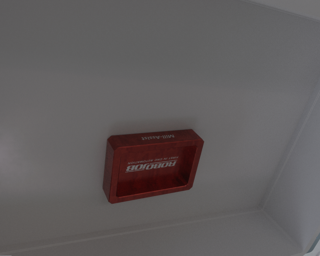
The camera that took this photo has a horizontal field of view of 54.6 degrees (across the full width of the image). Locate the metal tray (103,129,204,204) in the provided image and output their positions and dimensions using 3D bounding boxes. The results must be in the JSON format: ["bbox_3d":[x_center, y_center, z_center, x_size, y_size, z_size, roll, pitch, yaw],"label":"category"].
[{"bbox_3d":[-0.009,0.052,0.431,0.131,0.030,0.089,-4,120,-26],"label":"metal tray"}]
